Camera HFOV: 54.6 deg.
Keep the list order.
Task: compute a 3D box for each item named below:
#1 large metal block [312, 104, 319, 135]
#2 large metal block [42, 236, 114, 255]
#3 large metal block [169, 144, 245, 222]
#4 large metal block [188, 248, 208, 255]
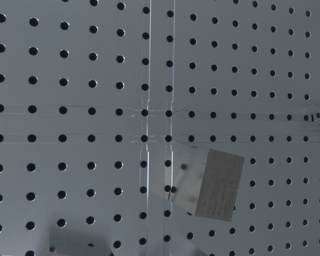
[{"bbox_3d":[0.309,-0.020,0.497,0.081,0.080,0.050,-10,94,-20],"label":"large metal block"},{"bbox_3d":[-0.104,0.182,0.361,0.080,0.050,0.080,21,83,-19],"label":"large metal block"},{"bbox_3d":[0.058,0.068,0.405,0.050,0.080,0.080,15,85,-19],"label":"large metal block"},{"bbox_3d":[0.046,0.214,0.401,0.080,0.080,0.050,-27,99,-18],"label":"large metal block"}]
